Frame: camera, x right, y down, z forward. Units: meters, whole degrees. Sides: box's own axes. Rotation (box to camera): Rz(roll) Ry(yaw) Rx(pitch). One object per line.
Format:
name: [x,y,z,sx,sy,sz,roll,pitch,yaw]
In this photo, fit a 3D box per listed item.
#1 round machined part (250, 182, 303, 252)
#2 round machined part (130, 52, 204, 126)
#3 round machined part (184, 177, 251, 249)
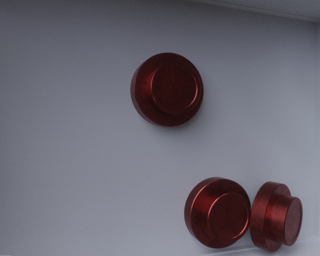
round machined part: [0.171,0.129,0.444,0.099,0.042,0.097,-6,98,-46]
round machined part: [0.014,-0.051,0.406,0.099,0.042,0.097,0,90,-20]
round machined part: [0.087,0.121,0.434,0.099,0.042,0.097,0,90,-20]
